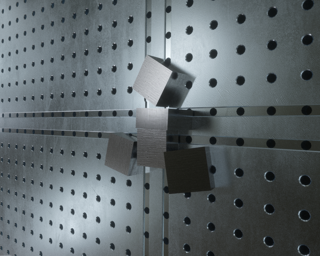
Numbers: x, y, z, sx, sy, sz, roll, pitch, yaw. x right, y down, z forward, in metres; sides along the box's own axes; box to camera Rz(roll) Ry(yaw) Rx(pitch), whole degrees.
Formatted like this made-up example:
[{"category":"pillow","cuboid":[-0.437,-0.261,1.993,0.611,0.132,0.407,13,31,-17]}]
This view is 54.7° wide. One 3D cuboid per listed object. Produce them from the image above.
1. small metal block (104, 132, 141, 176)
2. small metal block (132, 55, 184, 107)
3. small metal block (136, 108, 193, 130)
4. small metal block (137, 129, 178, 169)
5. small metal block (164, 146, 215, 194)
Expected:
[{"category":"small metal block","cuboid":[-0.051,0.037,0.449,0.050,0.025,0.050,18,101,38]},{"category":"small metal block","cuboid":[-0.003,-0.062,0.410,0.050,0.025,0.050,40,114,32]},{"category":"small metal block","cuboid":[0.006,-0.011,0.387,0.050,0.050,0.025,4,93,39]},{"category":"small metal block","cuboid":[-0.003,0.026,0.410,0.050,0.025,0.050,1,91,40]},{"category":"small metal block","cuboid":[0.035,0.050,0.369,0.050,0.025,0.050,-9,84,20]}]
